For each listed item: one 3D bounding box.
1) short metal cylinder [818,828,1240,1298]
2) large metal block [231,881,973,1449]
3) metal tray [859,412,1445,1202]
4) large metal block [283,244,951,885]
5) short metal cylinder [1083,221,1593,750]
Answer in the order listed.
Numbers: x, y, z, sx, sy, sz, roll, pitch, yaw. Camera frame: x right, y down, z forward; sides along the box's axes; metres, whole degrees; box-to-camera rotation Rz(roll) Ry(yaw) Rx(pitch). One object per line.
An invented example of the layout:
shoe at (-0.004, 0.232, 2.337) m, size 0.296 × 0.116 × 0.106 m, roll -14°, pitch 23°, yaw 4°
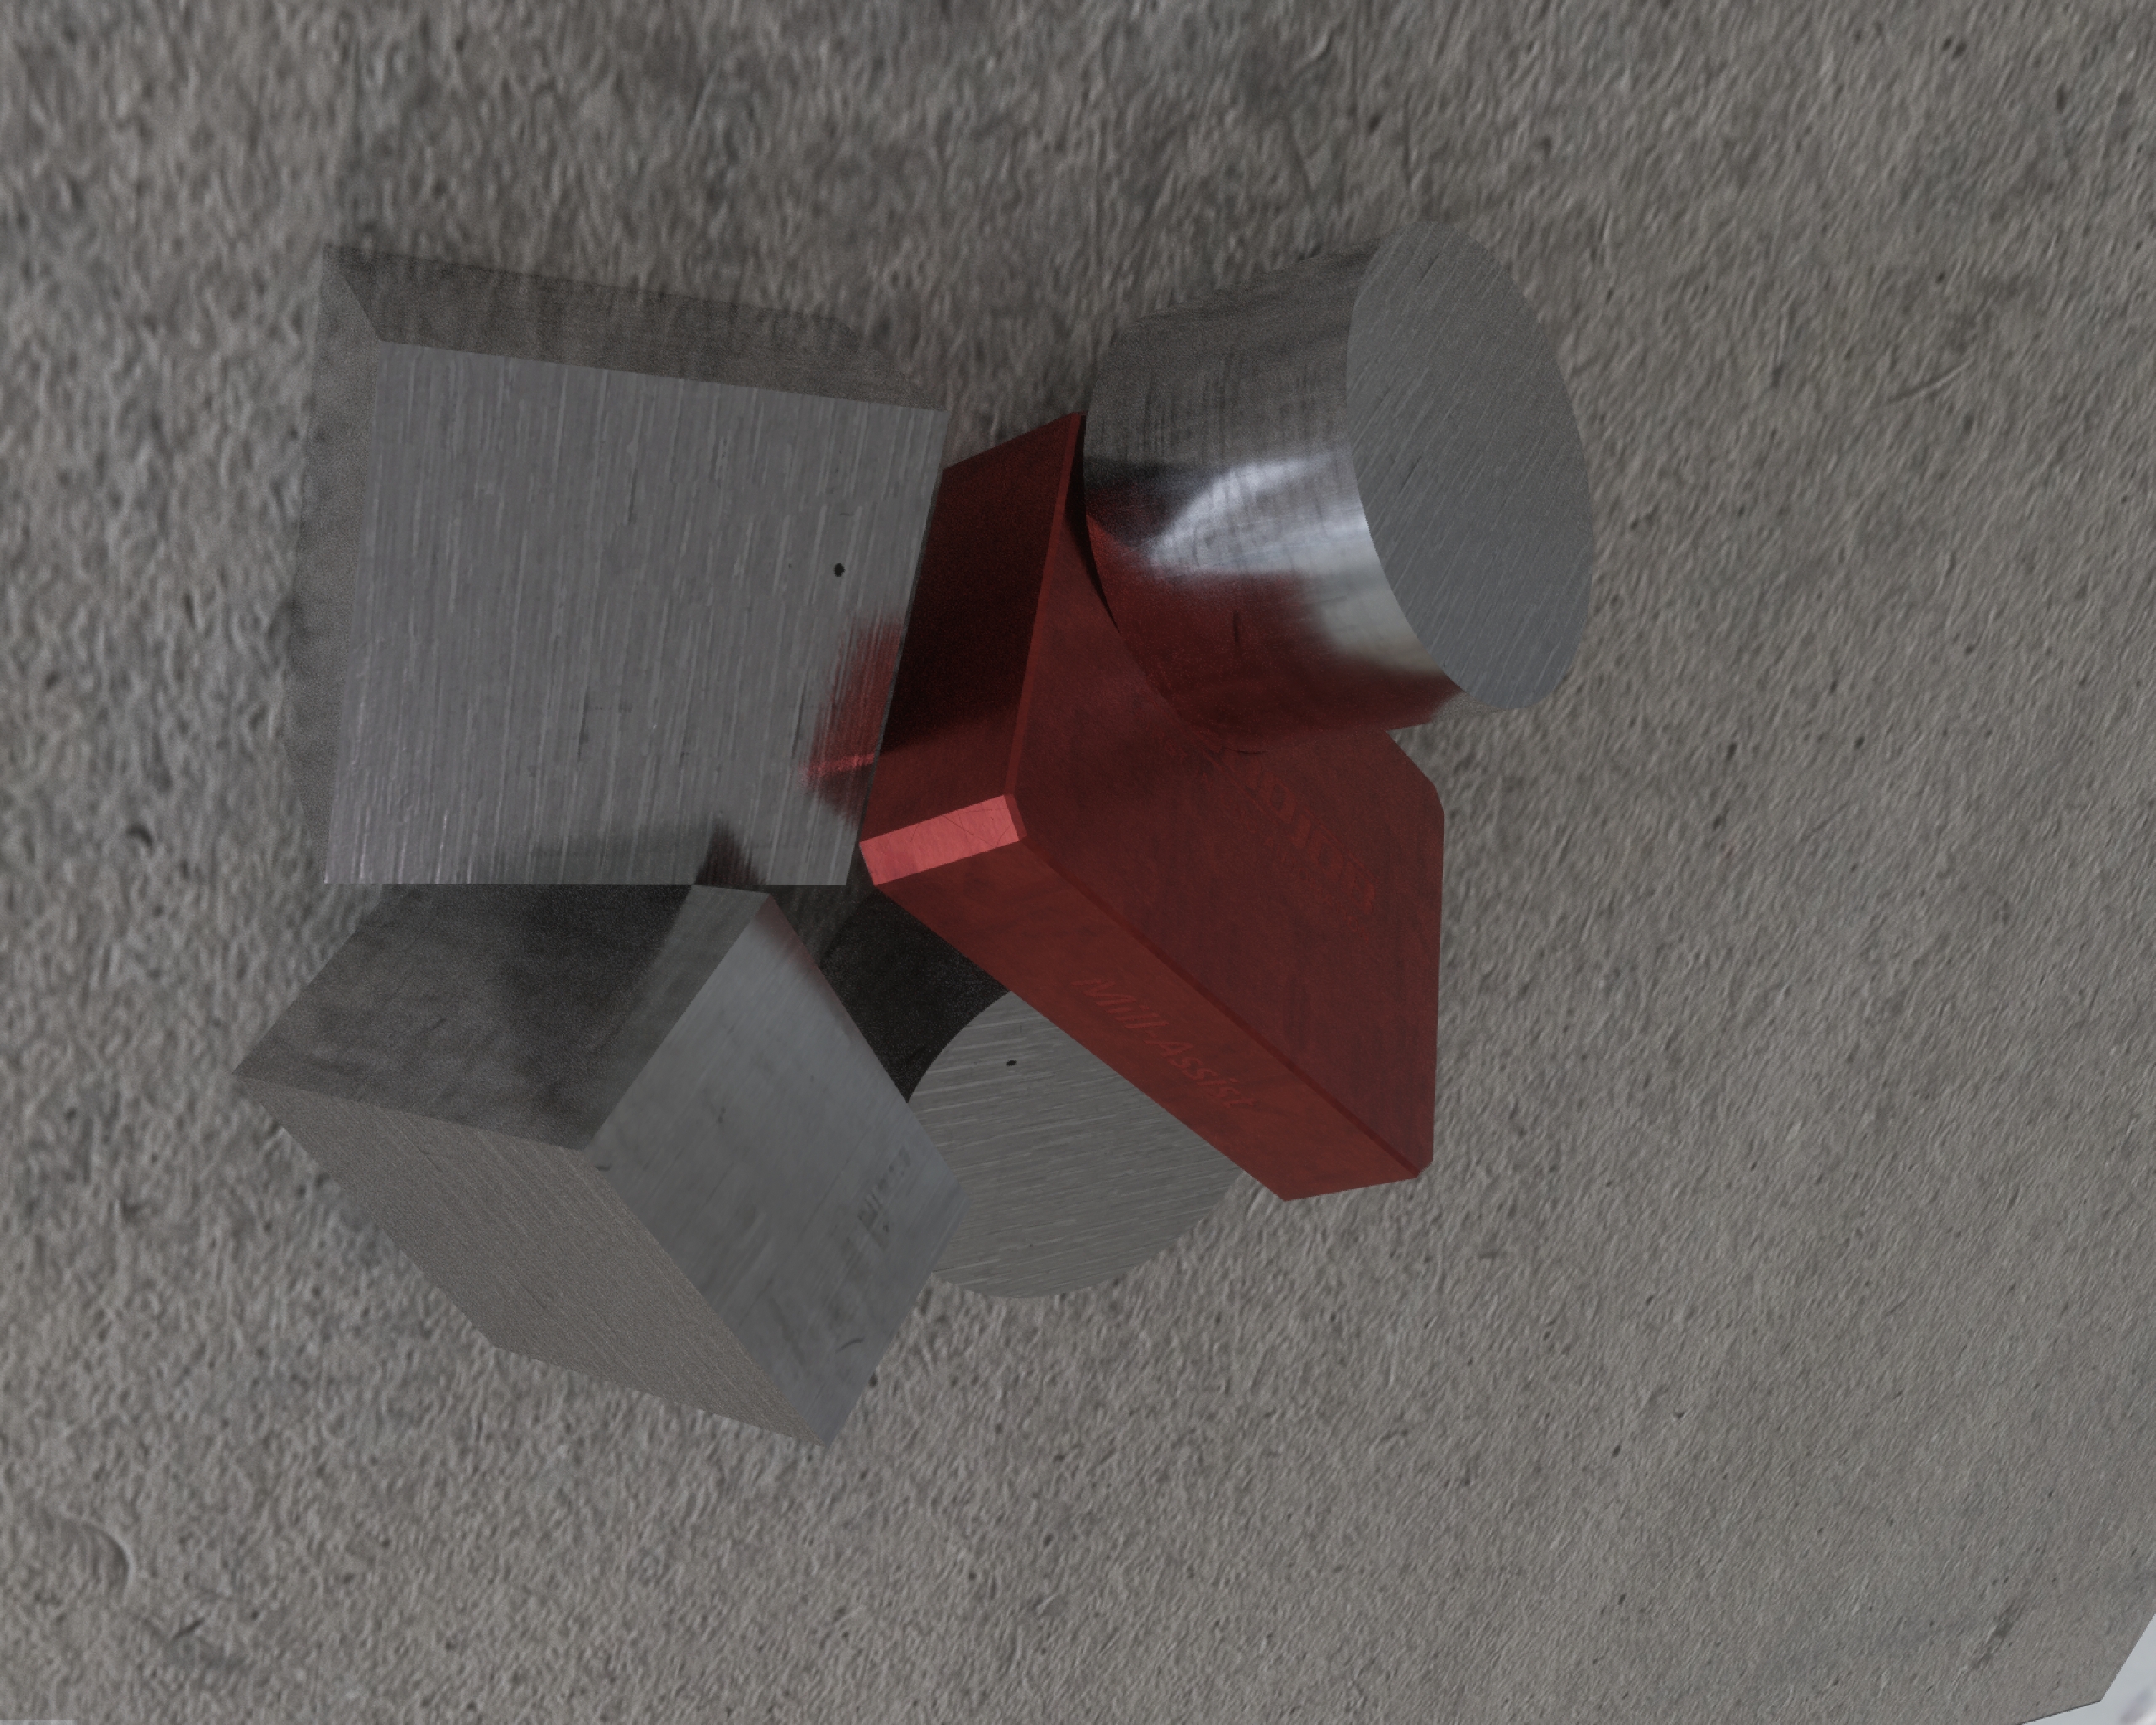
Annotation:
short metal cylinder at (-0.008, 0.039, 0.413) m, size 0.081 × 0.050 × 0.079 m, roll -14°, pitch 124°, yaw -21°
large metal block at (-0.077, 0.047, 0.351) m, size 0.050 × 0.080 × 0.080 m, roll -59°, pitch 139°, yaw -33°
metal tray at (0.021, -0.006, 0.376) m, size 0.030 × 0.090 × 0.130 m, roll -17°, pitch 139°, yaw 33°
large metal block at (-0.074, -0.043, 0.322) m, size 0.081 × 0.050 × 0.079 m, roll 1°, pitch 118°, yaw -29°
short metal cylinder at (0.046, -0.062, 0.354) m, size 0.080 × 0.050 × 0.080 m, roll 12°, pitch 74°, yaw -49°
